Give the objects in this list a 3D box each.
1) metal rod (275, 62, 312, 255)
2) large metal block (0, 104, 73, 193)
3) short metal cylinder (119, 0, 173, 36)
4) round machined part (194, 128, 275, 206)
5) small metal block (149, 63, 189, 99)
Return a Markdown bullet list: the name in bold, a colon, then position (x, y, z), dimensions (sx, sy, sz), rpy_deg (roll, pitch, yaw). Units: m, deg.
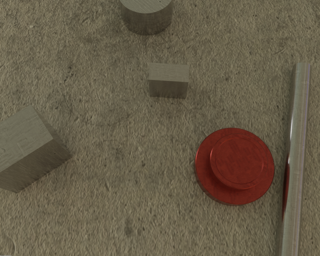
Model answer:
- **metal rod**: position (0.170, 0.050, 0.391), dimensions (0.025, 0.025, 0.299), rpy_deg (12, 70, 4)
- **large metal block**: position (-0.161, 0.028, 0.367), dimensions (0.080, 0.080, 0.050), rpy_deg (-34, 74, -12)
- **short metal cylinder**: position (-0.020, -0.187, 0.463), dimensions (0.081, 0.050, 0.080), rpy_deg (0, 70, 0)
- **round machined part**: position (0.093, 0.045, 0.384), dimensions (0.099, 0.042, 0.098), rpy_deg (0, 70, -1)
- **small metal block**: position (0.012, -0.063, 0.418), dimensions (0.050, 0.050, 0.025), rpy_deg (4, 70, 1)
